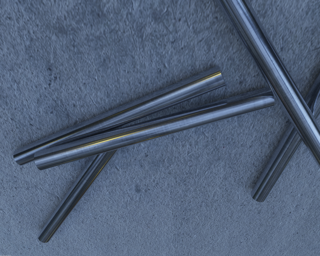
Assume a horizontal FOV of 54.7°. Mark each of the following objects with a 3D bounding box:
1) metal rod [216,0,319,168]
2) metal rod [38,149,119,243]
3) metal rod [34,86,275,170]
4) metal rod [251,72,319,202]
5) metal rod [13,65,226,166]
[{"bbox_3d":[0.129,-0.055,0.339,0.025,0.025,0.300,-30,118,23],"label":"metal rod"},{"bbox_3d":[-0.135,0.105,0.495,0.025,0.025,0.298,26,126,-20],"label":"metal rod"},{"bbox_3d":[-0.011,0.002,0.387,0.301,0.025,0.025,-16,129,4],"label":"metal rod"},{"bbox_3d":[0.184,-0.002,0.406,0.025,0.025,0.298,7,130,-6],"label":"metal rod"},{"bbox_3d":[-0.063,-0.010,0.398,0.300,0.025,0.025,-21,127,16],"label":"metal rod"}]
